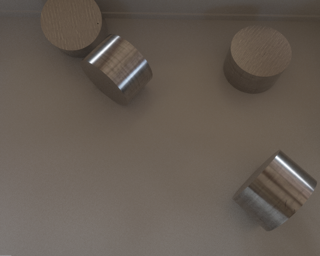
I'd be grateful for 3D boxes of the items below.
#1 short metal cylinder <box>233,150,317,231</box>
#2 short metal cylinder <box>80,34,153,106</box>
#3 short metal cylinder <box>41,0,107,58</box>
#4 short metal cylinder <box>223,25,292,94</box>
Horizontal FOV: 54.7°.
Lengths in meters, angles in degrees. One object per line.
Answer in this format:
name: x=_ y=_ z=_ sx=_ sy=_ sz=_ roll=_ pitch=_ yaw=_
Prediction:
short metal cylinder: x=0.130 y=0.071 z=0.356 sx=0.080 sy=0.080 sz=0.050 roll=-43 pitch=76 yaw=-14
short metal cylinder: x=-0.057 y=-0.075 z=0.407 sx=0.080 sy=0.080 sz=0.050 roll=37 pitch=74 yaw=12
short metal cylinder: x=-0.118 y=-0.143 z=0.434 sx=0.081 sy=0.050 sz=0.079 roll=0 pitch=91 yaw=-1
short metal cylinder: x=0.134 y=-0.095 z=0.433 sx=0.081 sy=0.050 sz=0.080 roll=0 pitch=70 yaw=0
